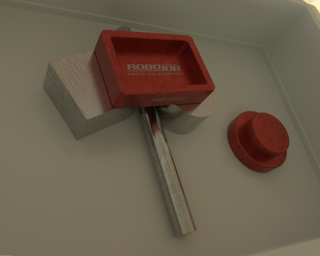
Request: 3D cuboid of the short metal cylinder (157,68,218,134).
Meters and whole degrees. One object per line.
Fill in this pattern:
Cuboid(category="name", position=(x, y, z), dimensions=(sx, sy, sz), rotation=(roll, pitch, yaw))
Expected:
Cuboid(category="short metal cylinder", position=(0.033, -0.038, 0.432), dimensions=(0.081, 0.050, 0.080), rotation=(14, 56, -21))

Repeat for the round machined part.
Cuboid(category="round machined part", position=(0.156, 0.015, 0.472), dimensions=(0.099, 0.042, 0.098), rotation=(14, 56, -21))

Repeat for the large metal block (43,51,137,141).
Cuboid(category="large metal block", position=(-0.080, -0.043, 0.374), dimensions=(0.081, 0.050, 0.080), rotation=(-27, 77, -37))

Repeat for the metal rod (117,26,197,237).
Cuboid(category="metal rod", position=(-0.013, -0.012, 0.407), dimensions=(0.025, 0.025, 0.299), rotation=(-4, 64, -30))

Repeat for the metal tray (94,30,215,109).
Cuboid(category="metal tray", position=(-0.004, -0.073, 0.381), dimensions=(0.131, 0.030, 0.090), rotation=(-7, 65, -32))
